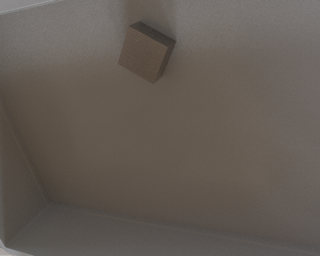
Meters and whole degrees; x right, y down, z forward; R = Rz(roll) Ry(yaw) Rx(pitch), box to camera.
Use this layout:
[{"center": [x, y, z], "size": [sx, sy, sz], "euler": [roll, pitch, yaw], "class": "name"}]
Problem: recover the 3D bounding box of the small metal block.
[{"center": [-0.016, -0.088, 0.361], "size": [0.050, 0.025, 0.050], "euler": [31, 128, 8], "class": "small metal block"}]
